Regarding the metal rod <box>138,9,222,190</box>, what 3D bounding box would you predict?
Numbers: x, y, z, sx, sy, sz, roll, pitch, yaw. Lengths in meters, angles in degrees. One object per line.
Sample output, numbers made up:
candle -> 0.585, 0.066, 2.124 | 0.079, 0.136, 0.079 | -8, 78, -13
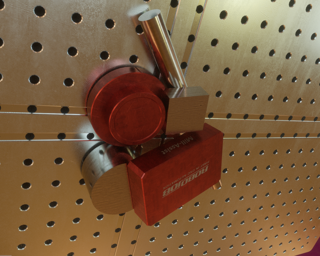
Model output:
metal rod -> 0.039, -0.014, 0.420 | 0.025, 0.025, 0.299 | -32, 129, -8

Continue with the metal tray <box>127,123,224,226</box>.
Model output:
metal tray -> 0.025, 0.058, 0.403 | 0.131, 0.030, 0.089 | -25, 129, -29

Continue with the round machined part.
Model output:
round machined part -> -0.032, -0.019, 0.365 | 0.099, 0.042, 0.097 | -13, 124, -20

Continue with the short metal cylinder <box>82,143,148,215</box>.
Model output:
short metal cylinder -> -0.055, 0.064, 0.399 | 0.081, 0.050, 0.079 | -14, 124, -21

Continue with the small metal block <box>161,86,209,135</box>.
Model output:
small metal block -> 0.028, -0.022, 0.378 | 0.050, 0.025, 0.050 | -7, 124, -19
